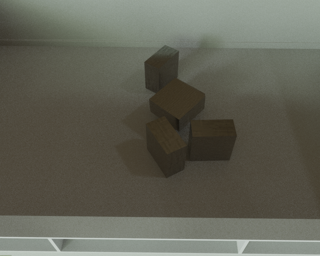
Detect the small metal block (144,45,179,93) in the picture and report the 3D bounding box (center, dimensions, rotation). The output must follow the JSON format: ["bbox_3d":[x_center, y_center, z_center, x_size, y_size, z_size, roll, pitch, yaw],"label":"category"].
[{"bbox_3d":[0.003,-0.087,0.461,0.025,0.050,0.050,29,56,22],"label":"small metal block"}]

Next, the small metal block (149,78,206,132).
[{"bbox_3d":[0.022,-0.031,0.399,0.050,0.025,0.050,36,63,26],"label":"small metal block"}]

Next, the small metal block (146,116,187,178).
[{"bbox_3d":[0.007,0.023,0.369,0.025,0.050,0.050,-23,54,-18],"label":"small metal block"}]

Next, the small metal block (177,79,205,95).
[{"bbox_3d":[0.027,-0.037,0.437,0.050,0.025,0.050,34,57,25],"label":"small metal block"}]

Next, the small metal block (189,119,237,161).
[{"bbox_3d":[0.062,0.016,0.376,0.050,0.050,0.025,-1,50,-1],"label":"small metal block"}]
